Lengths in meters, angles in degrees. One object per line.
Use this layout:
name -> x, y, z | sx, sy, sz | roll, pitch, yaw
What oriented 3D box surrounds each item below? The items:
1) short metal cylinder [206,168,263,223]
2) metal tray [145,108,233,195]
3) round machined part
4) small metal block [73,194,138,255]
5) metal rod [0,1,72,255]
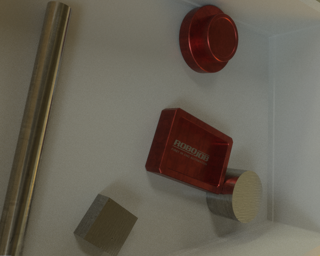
short metal cylinder -> 0.119, 0.105, 0.493 | 0.081, 0.050, 0.079 | 0, 90, -40
metal tray -> 0.047, 0.036, 0.445 | 0.131, 0.030, 0.090 | 26, 73, -37
round machined part -> 0.078, -0.131, 0.458 | 0.099, 0.042, 0.097 | -6, 100, -39
small metal block -> -0.061, 0.112, 0.357 | 0.050, 0.025, 0.050 | 46, 63, -31
metal rod -> -0.126, 0.022, 0.301 | 0.025, 0.025, 0.298 | 15, 80, -39
